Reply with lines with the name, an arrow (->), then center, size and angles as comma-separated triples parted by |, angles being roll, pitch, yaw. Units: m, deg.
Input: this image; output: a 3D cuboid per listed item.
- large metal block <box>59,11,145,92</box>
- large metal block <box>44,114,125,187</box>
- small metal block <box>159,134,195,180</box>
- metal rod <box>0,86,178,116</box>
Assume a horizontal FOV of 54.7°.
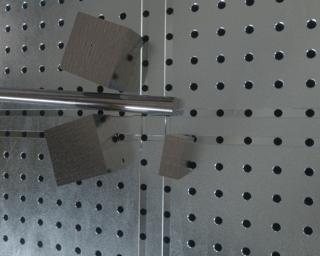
large metal block -> -0.079, -0.103, 0.426 | 0.080, 0.050, 0.080 | 23, 98, 18
large metal block -> -0.105, 0.031, 0.435 | 0.080, 0.050, 0.080 | -17, 85, 19
small metal block -> 0.022, 0.034, 0.391 | 0.025, 0.050, 0.050 | 11, 94, 19
metal rod -> -0.122, -0.042, 0.453 | 0.301, 0.025, 0.025 | 5, 92, 19
